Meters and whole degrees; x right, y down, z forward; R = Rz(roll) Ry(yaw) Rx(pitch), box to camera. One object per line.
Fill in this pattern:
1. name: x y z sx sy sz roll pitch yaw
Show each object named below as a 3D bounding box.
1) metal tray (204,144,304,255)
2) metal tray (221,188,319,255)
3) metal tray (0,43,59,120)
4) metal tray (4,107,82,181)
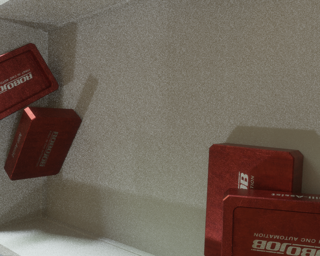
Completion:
1. metal tray: 0.095 0.084 0.325 0.090 0.030 0.129 4 93 40
2. metal tray: 0.120 0.104 0.269 0.130 0.030 0.089 2 92 14
3. metal tray: -0.253 -0.077 0.528 0.030 0.131 0.090 1 123 53
4. metal tray: -0.200 0.027 0.529 0.030 0.091 0.129 44 116 31
